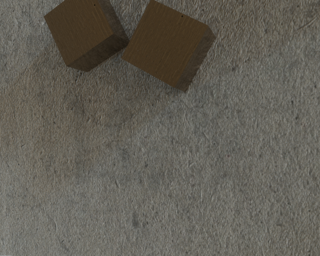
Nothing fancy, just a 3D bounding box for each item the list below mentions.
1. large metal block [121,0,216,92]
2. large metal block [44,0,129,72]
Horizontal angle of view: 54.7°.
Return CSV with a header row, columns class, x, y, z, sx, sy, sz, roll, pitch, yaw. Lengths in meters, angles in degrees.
class,x,y,z,sx,sy,sz,roll,pitch,yaw
large metal block,0.012,-0.102,0.391,0.080,0.050,0.080,32,100,17
large metal block,-0.100,-0.136,0.431,0.080,0.050,0.080,-29,81,17
